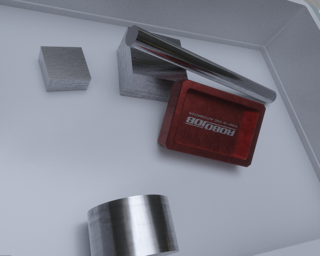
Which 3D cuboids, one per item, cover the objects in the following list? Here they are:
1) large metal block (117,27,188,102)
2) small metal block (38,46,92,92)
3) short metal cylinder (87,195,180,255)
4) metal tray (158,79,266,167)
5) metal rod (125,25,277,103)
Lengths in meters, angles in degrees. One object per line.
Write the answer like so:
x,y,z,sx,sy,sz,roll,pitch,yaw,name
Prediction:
-0.013,-0.087,0.437,0.081,0.050,0.080,7,59,-25,large metal block
-0.119,-0.074,0.387,0.050,0.025,0.050,-8,66,-32,small metal block
-0.026,0.100,0.296,0.081,0.080,0.050,1,61,-28,short metal cylinder
0.071,-0.005,0.415,0.131,0.030,0.089,14,91,-21,metal tray
0.081,-0.081,0.453,0.302,0.025,0.025,13,55,-39,metal rod
